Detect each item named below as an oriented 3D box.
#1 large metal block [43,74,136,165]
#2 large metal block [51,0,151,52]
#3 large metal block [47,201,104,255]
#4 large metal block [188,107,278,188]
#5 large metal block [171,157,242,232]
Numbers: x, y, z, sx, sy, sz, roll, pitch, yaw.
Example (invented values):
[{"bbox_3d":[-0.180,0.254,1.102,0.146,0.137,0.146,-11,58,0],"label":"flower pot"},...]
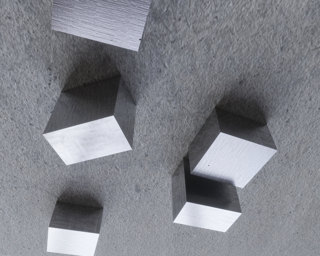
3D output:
[{"bbox_3d":[-0.076,-0.011,0.361,0.080,0.080,0.050,-14,129,11],"label":"large metal block"},{"bbox_3d":[-0.049,-0.126,0.282,0.081,0.050,0.079,12,129,-11],"label":"large metal block"},{"bbox_3d":[-0.148,0.178,0.541,0.081,0.050,0.079,11,129,-10],"label":"large metal block"},{"bbox_3d":[0.093,0.028,0.415,0.081,0.050,0.079,17,128,-14],"label":"large metal block"},{"bbox_3d":[0.064,0.097,0.454,0.081,0.080,0.050,15,129,-12],"label":"large metal block"}]
